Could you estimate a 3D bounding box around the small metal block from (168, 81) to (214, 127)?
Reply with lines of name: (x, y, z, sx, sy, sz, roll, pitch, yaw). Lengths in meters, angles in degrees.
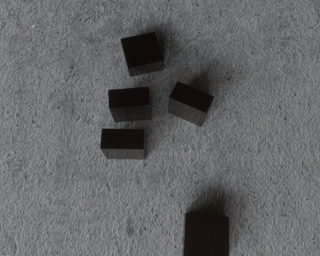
small metal block: (0.039, -0.030, 0.406, 0.050, 0.050, 0.025, 24, 72, 8)

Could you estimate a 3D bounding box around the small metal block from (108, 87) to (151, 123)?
small metal block: (-0.038, -0.030, 0.405, 0.050, 0.050, 0.025, -5, 70, -2)

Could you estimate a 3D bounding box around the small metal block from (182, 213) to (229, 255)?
small metal block: (0.053, 0.128, 0.361, 0.050, 0.025, 0.050, 4, 70, 1)

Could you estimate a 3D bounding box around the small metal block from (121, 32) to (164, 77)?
small metal block: (-0.026, -0.106, 0.447, 0.050, 0.025, 0.050, -13, 71, -5)

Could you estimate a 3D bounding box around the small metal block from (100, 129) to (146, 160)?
small metal block: (-0.044, 0.021, 0.387, 0.050, 0.050, 0.025, 1, 70, 0)
